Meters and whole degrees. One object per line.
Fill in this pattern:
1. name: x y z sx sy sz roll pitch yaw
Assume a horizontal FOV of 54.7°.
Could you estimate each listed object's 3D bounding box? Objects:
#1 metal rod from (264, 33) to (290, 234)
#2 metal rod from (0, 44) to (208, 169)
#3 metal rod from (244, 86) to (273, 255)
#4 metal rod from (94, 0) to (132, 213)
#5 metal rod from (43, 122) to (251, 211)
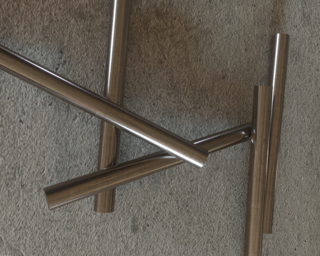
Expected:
1. metal rod: 0.171 0.007 0.471 0.025 0.025 0.298 7 88 -20
2. metal rod: -0.080 -0.029 0.356 0.301 0.025 0.025 27 81 -10
3. metal rod: 0.138 0.090 0.441 0.025 0.025 0.298 -1 97 -20
4. metal rod: -0.057 -0.047 0.387 0.025 0.025 0.298 5 88 -20
5. metal rod: 0.011 0.039 0.394 0.302 0.025 0.025 -16 96 -26
